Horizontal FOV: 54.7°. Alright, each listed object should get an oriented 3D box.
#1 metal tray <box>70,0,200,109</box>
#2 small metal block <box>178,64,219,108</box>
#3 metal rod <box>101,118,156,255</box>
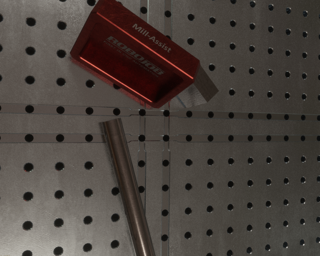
[{"bbox_3d":[-0.030,-0.081,0.364,0.131,0.090,0.030,31,58,-18],"label":"metal tray"},{"bbox_3d":[0.042,-0.057,0.415,0.025,0.050,0.050,-44,105,-23],"label":"small metal block"},{"bbox_3d":[-0.027,0.134,0.403,0.025,0.025,0.298,-15,95,-20],"label":"metal rod"}]
